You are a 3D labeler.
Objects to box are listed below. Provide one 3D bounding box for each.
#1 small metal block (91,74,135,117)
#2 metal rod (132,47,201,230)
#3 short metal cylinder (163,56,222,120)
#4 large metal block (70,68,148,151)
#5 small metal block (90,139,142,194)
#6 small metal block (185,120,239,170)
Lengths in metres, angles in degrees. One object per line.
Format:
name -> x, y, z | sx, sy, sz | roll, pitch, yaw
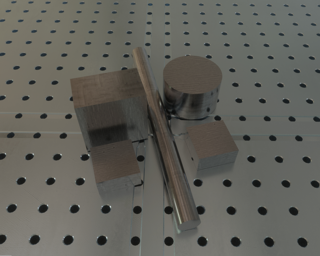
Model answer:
small metal block -> -0.068, -0.048, 0.447 | 0.050, 0.025, 0.050 | -13, 51, -12
metal rod -> -0.002, -0.011, 0.416 | 0.025, 0.025, 0.300 | -9, 51, -8
short metal cylinder -> 0.044, -0.058, 0.440 | 0.081, 0.050, 0.080 | 0, 50, 0
large metal block -> -0.061, -0.022, 0.388 | 0.081, 0.080, 0.050 | -12, 51, -10
small metal block -> -0.053, 0.045, 0.369 | 0.050, 0.025, 0.050 | -12, 51, -10
small metal block -> 0.064, 0.021, 0.391 | 0.050, 0.025, 0.050 | -11, 51, -10
